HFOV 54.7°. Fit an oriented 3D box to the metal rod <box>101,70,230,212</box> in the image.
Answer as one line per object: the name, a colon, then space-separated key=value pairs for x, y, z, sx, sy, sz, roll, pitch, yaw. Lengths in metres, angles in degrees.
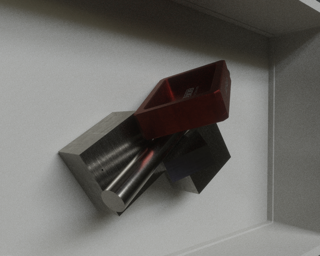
metal rod: x=0.029 y=-0.011 z=0.383 sx=0.301 sy=0.025 sz=0.025 roll=-47 pitch=119 yaw=-47

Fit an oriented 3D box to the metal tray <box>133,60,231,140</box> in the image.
metal tray: x=0.032 y=-0.037 z=0.356 sx=0.130 sy=0.090 sz=0.030 roll=-62 pitch=134 yaw=-62

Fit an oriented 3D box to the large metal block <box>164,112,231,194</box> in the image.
large metal block: x=0.043 y=0.031 z=0.427 sx=0.080 sy=0.050 sz=0.080 roll=-41 pitch=115 yaw=-32

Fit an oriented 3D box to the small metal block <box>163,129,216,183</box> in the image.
small metal block: x=0.029 y=0.030 z=0.351 sx=0.050 sy=0.050 sz=0.025 roll=-24 pitch=109 yaw=1

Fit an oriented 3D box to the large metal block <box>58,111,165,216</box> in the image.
large metal block: x=-0.049 y=0.036 z=0.346 sx=0.080 sy=0.050 sz=0.080 roll=-41 pitch=115 yaw=-32
